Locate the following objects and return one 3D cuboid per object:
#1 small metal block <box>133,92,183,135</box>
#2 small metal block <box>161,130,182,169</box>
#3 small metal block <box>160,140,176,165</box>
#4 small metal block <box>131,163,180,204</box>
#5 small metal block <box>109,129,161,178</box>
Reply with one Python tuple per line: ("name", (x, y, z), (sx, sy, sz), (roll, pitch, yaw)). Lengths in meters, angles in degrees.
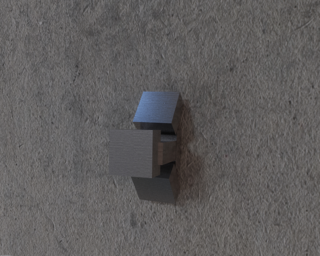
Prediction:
("small metal block", (-0.001, -0.020, 0.397), (0.050, 0.025, 0.050), (3, 55, 20))
("small metal block", (0.001, 0.026, 0.410), (0.050, 0.025, 0.050), (3, 91, 19))
("small metal block", (-0.012, 0.027, 0.373), (0.050, 0.050, 0.025), (3, 91, 19))
("small metal block", (-0.005, 0.069, 0.398), (0.050, 0.025, 0.050), (3, 132, 19))
("small metal block", (-0.027, 0.026, 0.339), (0.050, 0.025, 0.050), (1, 90, 19))
